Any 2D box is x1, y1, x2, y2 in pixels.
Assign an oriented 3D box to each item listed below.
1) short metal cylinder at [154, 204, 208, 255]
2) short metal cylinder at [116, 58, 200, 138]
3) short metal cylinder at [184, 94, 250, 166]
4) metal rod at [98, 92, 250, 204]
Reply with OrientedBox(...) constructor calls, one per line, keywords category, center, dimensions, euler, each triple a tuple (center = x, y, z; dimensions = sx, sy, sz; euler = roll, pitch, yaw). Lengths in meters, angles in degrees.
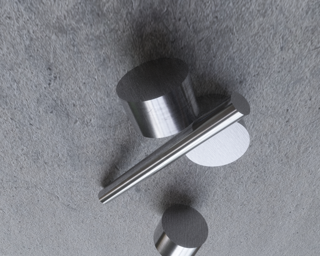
OrientedBox(category="short metal cylinder", center=(0.034, 0.177, 0.522), dimensions=(0.081, 0.080, 0.050), euler=(13, 129, -11))
OrientedBox(category="short metal cylinder", center=(-0.001, -0.035, 0.342), dimensions=(0.080, 0.080, 0.050), euler=(-14, 129, 11))
OrientedBox(category="short metal cylinder", center=(0.068, 0.004, 0.394), dimensions=(0.081, 0.050, 0.079), euler=(0, 130, 0))
OrientedBox(category="metal rod", center=(-0.006, 0.044, 0.397), dimensions=(0.025, 0.025, 0.299), euler=(28, 139, -22))
